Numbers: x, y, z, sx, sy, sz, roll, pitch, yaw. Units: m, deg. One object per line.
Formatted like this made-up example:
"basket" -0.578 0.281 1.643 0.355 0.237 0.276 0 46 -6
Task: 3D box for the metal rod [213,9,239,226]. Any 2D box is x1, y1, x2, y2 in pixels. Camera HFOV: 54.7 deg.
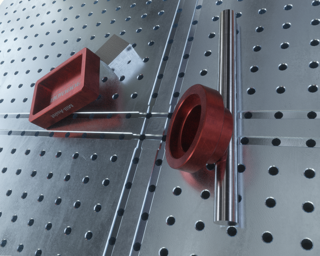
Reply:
"metal rod" 0.083 -0.034 0.384 0.025 0.025 0.299 -7 58 24

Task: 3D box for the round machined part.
"round machined part" 0.046 0.003 0.349 0.098 0.042 0.097 -162 89 -72

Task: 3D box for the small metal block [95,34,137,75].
"small metal block" -0.075 -0.125 0.523 0.050 0.025 0.050 -46 52 -4

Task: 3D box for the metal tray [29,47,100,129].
"metal tray" -0.156 -0.064 0.507 0.130 0.030 0.090 -25 52 27
